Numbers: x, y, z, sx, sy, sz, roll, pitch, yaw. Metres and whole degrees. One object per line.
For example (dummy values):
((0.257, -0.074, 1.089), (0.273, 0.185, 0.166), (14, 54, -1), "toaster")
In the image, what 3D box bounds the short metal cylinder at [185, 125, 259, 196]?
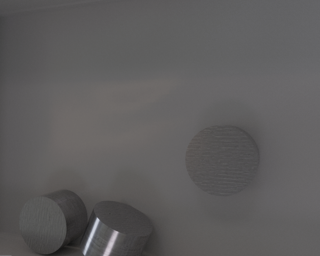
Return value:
((0.076, 0.037, 0.370), (0.080, 0.050, 0.080), (0, 90, 20), "short metal cylinder")

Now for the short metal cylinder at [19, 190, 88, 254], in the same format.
((-0.154, 0.134, 0.452), (0.080, 0.050, 0.080), (0, 90, 20), "short metal cylinder")

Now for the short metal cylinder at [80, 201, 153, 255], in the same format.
((-0.056, 0.137, 0.401), (0.080, 0.080, 0.050), (25, 99, 18), "short metal cylinder")
